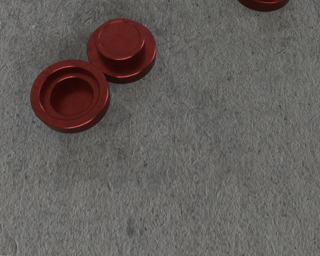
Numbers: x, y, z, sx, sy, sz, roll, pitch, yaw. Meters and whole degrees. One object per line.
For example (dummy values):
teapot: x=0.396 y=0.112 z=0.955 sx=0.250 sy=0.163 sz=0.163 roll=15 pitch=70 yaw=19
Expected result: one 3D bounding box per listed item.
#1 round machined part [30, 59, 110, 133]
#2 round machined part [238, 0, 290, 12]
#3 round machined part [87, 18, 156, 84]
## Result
round machined part: x=-0.115 y=-0.038 z=0.412 sx=0.099 sy=0.042 sz=0.098 roll=0 pitch=70 yaw=0
round machined part: x=0.166 y=-0.236 z=0.486 sx=0.099 sy=0.042 sz=0.098 roll=0 pitch=70 yaw=0
round machined part: x=-0.055 y=-0.116 z=0.441 sx=0.099 sy=0.042 sz=0.098 roll=0 pitch=70 yaw=0
